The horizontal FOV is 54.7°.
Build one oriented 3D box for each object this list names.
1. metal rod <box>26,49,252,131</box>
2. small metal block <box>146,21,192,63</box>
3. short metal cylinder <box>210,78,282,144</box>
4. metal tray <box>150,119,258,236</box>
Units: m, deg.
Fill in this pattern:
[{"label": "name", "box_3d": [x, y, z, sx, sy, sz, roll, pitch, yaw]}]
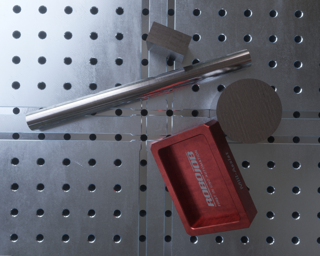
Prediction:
[{"label": "metal rod", "box_3d": [-0.027, -0.051, 0.412, 0.302, 0.025, 0.025, -16, 90, 0]}, {"label": "small metal block", "box_3d": [0.011, -0.109, 0.401, 0.050, 0.050, 0.025, 22, 90, 0]}, {"label": "short metal cylinder", "box_3d": [0.109, -0.021, 0.402, 0.081, 0.050, 0.079, 0, 90, 0]}, {"label": "metal tray", "box_3d": [0.053, 0.065, 0.388, 0.090, 0.030, 0.129, -23, 90, 34]}]
